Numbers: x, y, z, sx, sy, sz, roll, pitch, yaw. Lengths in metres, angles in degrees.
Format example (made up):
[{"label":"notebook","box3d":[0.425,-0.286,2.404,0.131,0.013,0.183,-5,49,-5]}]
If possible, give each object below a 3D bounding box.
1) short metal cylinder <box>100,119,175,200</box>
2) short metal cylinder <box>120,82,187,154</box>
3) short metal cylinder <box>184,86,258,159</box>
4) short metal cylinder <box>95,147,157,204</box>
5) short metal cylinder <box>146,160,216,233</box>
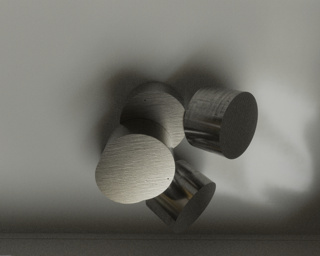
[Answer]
[{"label":"short metal cylinder","box3d":[-0.024,0.035,0.354,0.081,0.050,0.079,0,110,-1]},{"label":"short metal cylinder","box3d":[-0.007,-0.014,0.391,0.081,0.050,0.079,0,110,-1]},{"label":"short metal cylinder","box3d":[0.074,-0.008,0.372,0.081,0.050,0.079,-18,115,-42]},{"label":"short metal cylinder","box3d":[-0.042,0.054,0.416,0.081,0.050,0.079,0,110,-1]},{"label":"short metal cylinder","box3d":[0.028,0.089,0.406,0.050,0.081,0.079,36,111,30]}]
